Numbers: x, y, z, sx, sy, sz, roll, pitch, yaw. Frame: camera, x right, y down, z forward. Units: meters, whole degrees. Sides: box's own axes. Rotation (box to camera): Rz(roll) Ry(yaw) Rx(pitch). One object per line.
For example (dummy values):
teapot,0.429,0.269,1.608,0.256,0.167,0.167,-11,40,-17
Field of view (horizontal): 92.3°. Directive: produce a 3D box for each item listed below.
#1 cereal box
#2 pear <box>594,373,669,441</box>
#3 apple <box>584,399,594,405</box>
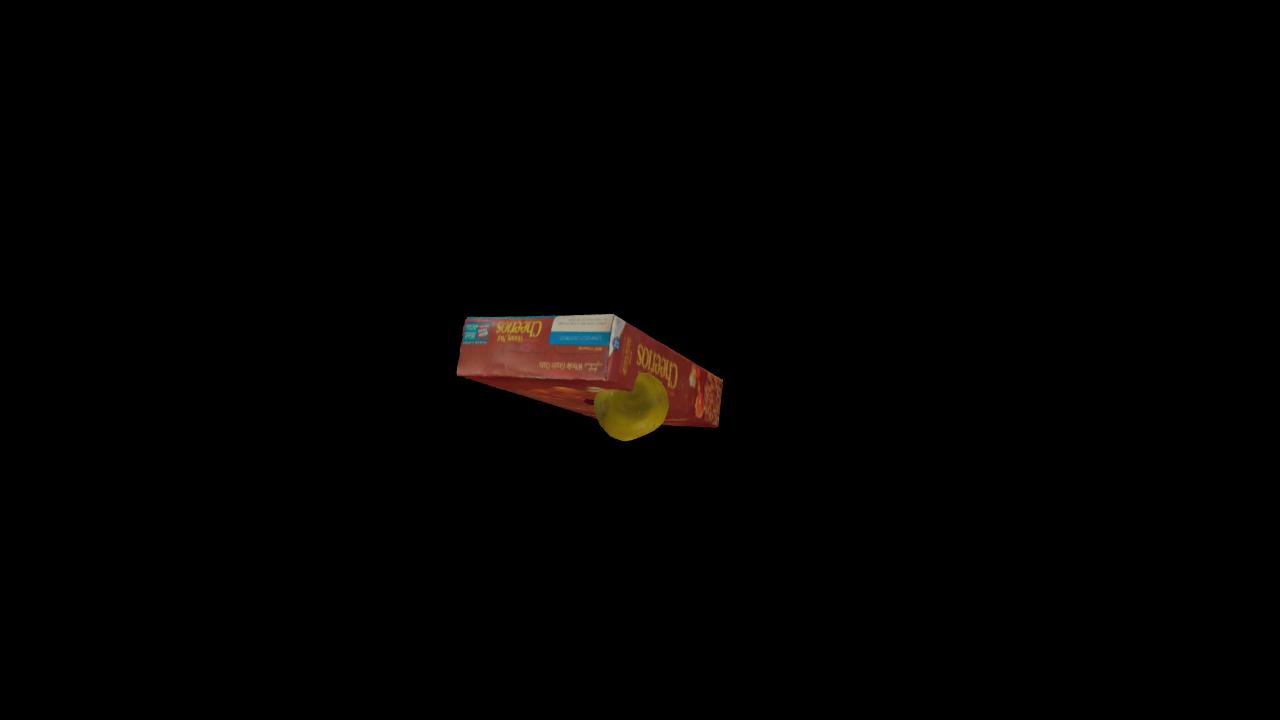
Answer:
cereal box,-0.045,0.021,0.768,0.203,0.081,0.306,0,-15,30
pear,-0.011,0.057,0.681,0.080,0.080,0.111,0,-23,-6
apple,-0.033,0.013,0.716,0.093,0.079,0.079,-26,-3,7
